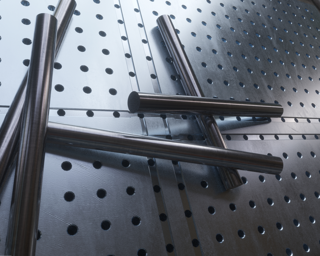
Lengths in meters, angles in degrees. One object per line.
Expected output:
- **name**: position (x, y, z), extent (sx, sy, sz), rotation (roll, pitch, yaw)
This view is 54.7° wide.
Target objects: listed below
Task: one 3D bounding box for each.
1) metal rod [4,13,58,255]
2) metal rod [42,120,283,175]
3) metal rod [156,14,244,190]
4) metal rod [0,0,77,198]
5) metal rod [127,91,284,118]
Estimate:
- **metal rod**: position (-0.127, 0.010, 0.311), extent (0.025, 0.025, 0.299), rotation (8, 65, -25)
- **metal rod**: position (0.017, 0.028, 0.380), extent (0.302, 0.025, 0.025), rotation (10, 57, -16)
- **metal rod**: position (0.053, -0.052, 0.469), extent (0.025, 0.025, 0.299), rotation (-6, 65, -31)
- **metal rod**: position (-0.147, -0.057, 0.364), extent (0.025, 0.025, 0.300), rotation (19, 54, -18)
- **metal rod**: position (0.087, -0.030, 0.444), extent (0.302, 0.025, 0.025), rotation (0, 62, -40)
